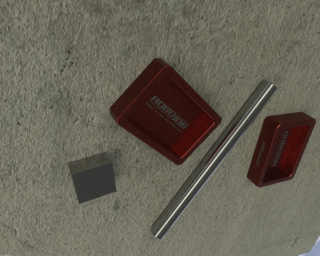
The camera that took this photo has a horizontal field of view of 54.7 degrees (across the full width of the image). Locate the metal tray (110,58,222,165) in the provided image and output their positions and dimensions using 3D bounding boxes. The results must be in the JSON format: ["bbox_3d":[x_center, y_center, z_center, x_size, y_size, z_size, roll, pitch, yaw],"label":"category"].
[{"bbox_3d":[0.012,-0.016,0.401,0.090,0.030,0.130,-48,130,5],"label":"metal tray"}]

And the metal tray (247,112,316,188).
[{"bbox_3d":[0.212,0.039,0.546,0.091,0.030,0.129,-7,122,-25],"label":"metal tray"}]

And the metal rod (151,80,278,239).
[{"bbox_3d":[0.080,0.055,0.486,0.025,0.025,0.299,27,104,-38],"label":"metal rod"}]

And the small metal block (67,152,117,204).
[{"bbox_3d":[-0.087,0.064,0.400,0.050,0.025,0.050,-16,125,-20],"label":"small metal block"}]
